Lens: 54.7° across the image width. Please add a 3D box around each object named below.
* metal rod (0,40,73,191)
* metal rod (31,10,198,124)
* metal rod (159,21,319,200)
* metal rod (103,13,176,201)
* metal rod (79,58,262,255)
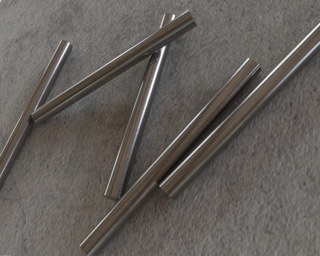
[{"bbox_3d":[-0.221,-0.028,0.534,0.025,0.025,0.300,4,63,29],"label":"metal rod"},{"bbox_3d":[-0.080,-0.085,0.474,0.300,0.025,0.025,-28,52,18],"label":"metal rod"},{"bbox_3d":[0.113,-0.032,0.363,0.300,0.025,0.025,-45,51,-4],"label":"metal rod"},{"bbox_3d":[-0.021,-0.045,0.440,0.025,0.025,0.300,2,62,28],"label":"metal rod"},{"bbox_3d":[0.017,0.031,0.374,0.300,0.025,0.025,-48,52,-6],"label":"metal rod"}]
